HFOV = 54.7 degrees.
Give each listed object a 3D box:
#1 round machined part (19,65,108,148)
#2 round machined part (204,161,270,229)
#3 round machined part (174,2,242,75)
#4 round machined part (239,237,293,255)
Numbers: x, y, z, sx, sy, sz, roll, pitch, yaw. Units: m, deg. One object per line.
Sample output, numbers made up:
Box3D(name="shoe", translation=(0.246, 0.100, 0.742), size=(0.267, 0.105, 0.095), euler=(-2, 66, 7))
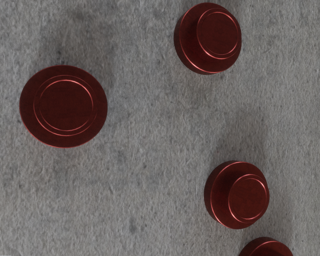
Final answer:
Box3D(name="round machined part", translation=(-0.110, -0.025, 0.360), size=(0.099, 0.042, 0.097), euler=(0, 90, -21))
Box3D(name="round machined part", translation=(0.117, 0.097, 0.445), size=(0.099, 0.042, 0.097), euler=(0, 90, -21))
Box3D(name="round machined part", translation=(0.072, -0.125, 0.428), size=(0.099, 0.042, 0.097), euler=(0, 90, -21))
Box3D(name="round machined part", translation=(0.165, 0.219, 0.463), size=(0.099, 0.042, 0.097), euler=(0, 90, -21))
